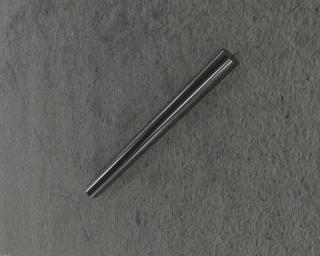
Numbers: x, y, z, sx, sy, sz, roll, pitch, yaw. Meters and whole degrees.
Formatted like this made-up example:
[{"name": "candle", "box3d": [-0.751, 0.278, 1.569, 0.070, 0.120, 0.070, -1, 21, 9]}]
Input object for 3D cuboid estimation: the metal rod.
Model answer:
[{"name": "metal rod", "box3d": [-0.014, 0.011, 0.417, 0.299, 0.025, 0.025, -44, 64, 30]}]
